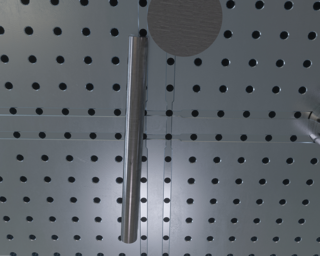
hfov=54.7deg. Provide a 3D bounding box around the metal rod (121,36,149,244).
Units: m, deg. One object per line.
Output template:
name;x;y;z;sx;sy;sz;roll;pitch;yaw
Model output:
metal rod;-0.037;0.029;0.423;0.025;0.025;0.298;4;110;-2

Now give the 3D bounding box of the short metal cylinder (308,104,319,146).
short metal cylinder;0.245;0.001;0.403;0.081;0.050;0.079;0;110;0

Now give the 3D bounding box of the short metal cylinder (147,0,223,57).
short metal cylinder;0.027;-0.125;0.354;0.081;0.050;0.079;0;110;0
